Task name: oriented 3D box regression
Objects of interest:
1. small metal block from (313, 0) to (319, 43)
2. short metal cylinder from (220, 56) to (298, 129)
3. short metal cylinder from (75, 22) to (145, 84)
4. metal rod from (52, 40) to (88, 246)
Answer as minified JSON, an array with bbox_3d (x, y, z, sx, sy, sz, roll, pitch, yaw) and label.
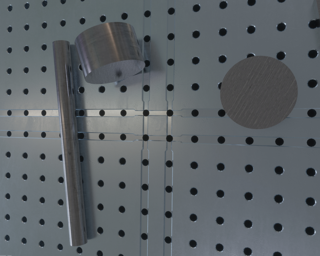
[{"bbox_3d":[0.202,-0.125,0.341,0.050,0.025,0.050,-10,87,19],"label":"small metal block"},{"bbox_3d":[0.114,-0.039,0.359,0.080,0.050,0.079,0,90,20],"label":"short metal cylinder"},{"bbox_3d":[-0.065,-0.096,0.406,0.080,0.080,0.050,-19,84,19],"label":"short metal cylinder"},{"bbox_3d":[-0.134,0.021,0.459,0.025,0.025,0.298,-6,88,20],"label":"metal rod"}]
